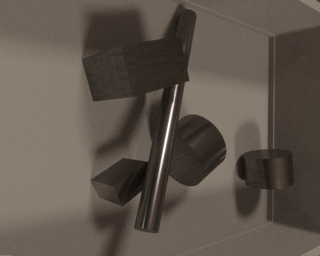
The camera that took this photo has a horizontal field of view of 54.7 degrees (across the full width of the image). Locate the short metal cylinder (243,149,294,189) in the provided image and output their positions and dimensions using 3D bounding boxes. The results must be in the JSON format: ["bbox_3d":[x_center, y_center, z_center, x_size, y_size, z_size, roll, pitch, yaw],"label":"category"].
[{"bbox_3d":[0.185,0.068,0.529,0.081,0.080,0.050,-11,97,-40],"label":"short metal cylinder"}]

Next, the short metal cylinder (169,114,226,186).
[{"bbox_3d":[0.039,0.029,0.406,0.050,0.080,0.080,-35,112,-35],"label":"short metal cylinder"}]

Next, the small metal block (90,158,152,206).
[{"bbox_3d":[-0.043,0.060,0.356,0.050,0.050,0.025,-33,111,-35],"label":"small metal block"}]

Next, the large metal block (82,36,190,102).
[{"bbox_3d":[-0.028,-0.066,0.349,0.081,0.080,0.050,-22,104,-38],"label":"large metal block"}]

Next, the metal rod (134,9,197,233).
[{"bbox_3d":[0.013,-0.029,0.377,0.025,0.025,0.299,32,57,-36],"label":"metal rod"}]
